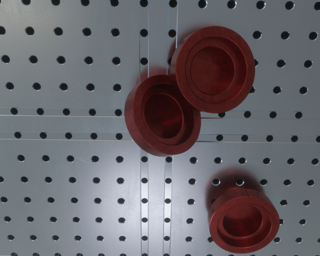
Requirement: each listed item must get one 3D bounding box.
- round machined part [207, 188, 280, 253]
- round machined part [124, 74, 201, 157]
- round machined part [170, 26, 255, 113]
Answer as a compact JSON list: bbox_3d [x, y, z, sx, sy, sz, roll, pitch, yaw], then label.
[{"bbox_3d":[0.118,0.130,0.453,0.099,0.042,0.097,0,110,0],"label":"round machined part"},{"bbox_3d":[0.000,-0.013,0.381,0.098,0.098,0.042,47,147,-15],"label":"round machined part"},{"bbox_3d":[0.059,-0.067,0.369,0.099,0.042,0.097,-2,96,-16],"label":"round machined part"}]
